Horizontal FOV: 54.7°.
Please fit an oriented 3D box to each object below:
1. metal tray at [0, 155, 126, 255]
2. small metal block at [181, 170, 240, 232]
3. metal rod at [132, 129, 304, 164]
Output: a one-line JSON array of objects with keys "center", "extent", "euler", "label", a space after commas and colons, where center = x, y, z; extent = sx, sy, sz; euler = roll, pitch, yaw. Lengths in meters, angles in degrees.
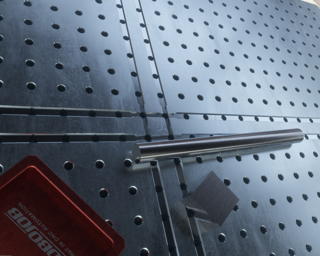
[{"center": [-0.108, 0.099, 0.285], "extent": [0.130, 0.030, 0.090], "euler": [43, 51, 1], "label": "metal tray"}, {"center": [0.063, 0.090, 0.387], "extent": [0.050, 0.025, 0.050], "euler": [47, 51, 5], "label": "small metal block"}, {"center": [0.102, 0.022, 0.449], "extent": [0.303, 0.025, 0.025], "euler": [-4, 64, -30], "label": "metal rod"}]
